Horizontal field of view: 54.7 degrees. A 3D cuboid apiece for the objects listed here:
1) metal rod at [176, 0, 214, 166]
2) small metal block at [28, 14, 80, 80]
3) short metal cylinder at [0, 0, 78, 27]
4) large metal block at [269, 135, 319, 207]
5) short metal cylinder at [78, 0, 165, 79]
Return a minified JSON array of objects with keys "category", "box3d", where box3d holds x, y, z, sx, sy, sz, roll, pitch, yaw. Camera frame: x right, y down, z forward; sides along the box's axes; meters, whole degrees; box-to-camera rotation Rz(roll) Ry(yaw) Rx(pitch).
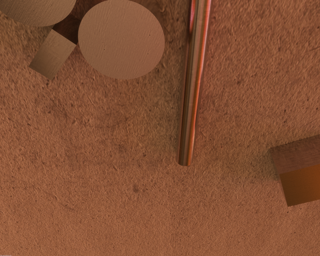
[{"category":"metal rod","box3d":[0.038,-0.068,0.350,0.025,0.025,0.298,0,130,-1]},{"category":"small metal block","box3d":[-0.104,-0.085,0.317,0.025,0.050,0.050,32,123,-25]},{"category":"short metal cylinder","box3d":[-0.108,-0.138,0.272,0.081,0.050,0.079,0,130,0]},{"category":"large metal block","box3d":[0.212,0.062,0.447,0.080,0.050,0.080,-18,128,14]},{"category":"short metal cylinder","box3d":[-0.036,-0.096,0.309,0.081,0.050,0.079,0,130,0]}]
